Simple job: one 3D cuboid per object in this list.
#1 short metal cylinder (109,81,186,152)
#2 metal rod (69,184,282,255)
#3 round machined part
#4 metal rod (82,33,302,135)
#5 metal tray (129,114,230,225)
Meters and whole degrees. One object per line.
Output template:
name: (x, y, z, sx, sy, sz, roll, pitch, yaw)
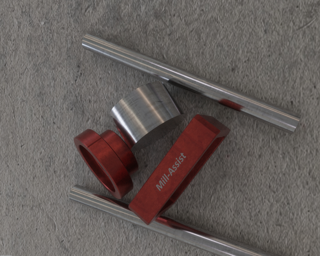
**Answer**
short metal cylinder: (-0.015, -0.014, 0.385, 0.080, 0.080, 0.050, -37, 78, 16)
metal rod: (0.013, 0.129, 0.404, 0.301, 0.025, 0.025, 14, 95, 19)
round machined part: (-0.065, 0.041, 0.404, 0.042, 0.098, 0.098, -37, 75, -23)
metal rod: (0.026, -0.064, 0.399, 0.301, 0.025, 0.025, 25, 98, 18)
metal tray: (0.026, 0.045, 0.365, 0.030, 0.090, 0.129, 39, 102, 16)
